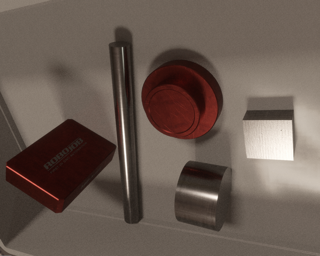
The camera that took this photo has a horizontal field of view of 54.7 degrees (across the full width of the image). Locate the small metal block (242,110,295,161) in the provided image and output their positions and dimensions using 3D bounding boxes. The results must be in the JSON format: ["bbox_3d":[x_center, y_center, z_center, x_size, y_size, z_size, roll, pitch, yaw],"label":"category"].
[{"bbox_3d":[0.123,0.008,0.348,0.050,0.025,0.050,0,119,27],"label":"small metal block"}]

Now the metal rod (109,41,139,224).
[{"bbox_3d":[-0.048,0.027,0.448,0.025,0.025,0.298,13,124,20],"label":"metal rod"}]

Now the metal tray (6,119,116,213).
[{"bbox_3d":[-0.135,0.047,0.439,0.090,0.131,0.030,30,128,8],"label":"metal tray"}]

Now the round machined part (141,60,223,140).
[{"bbox_3d":[0.021,-0.028,0.368,0.098,0.042,0.097,13,124,20],"label":"round machined part"}]

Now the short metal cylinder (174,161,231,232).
[{"bbox_3d":[0.057,0.085,0.395,0.050,0.080,0.079,8,122,24],"label":"short metal cylinder"}]
